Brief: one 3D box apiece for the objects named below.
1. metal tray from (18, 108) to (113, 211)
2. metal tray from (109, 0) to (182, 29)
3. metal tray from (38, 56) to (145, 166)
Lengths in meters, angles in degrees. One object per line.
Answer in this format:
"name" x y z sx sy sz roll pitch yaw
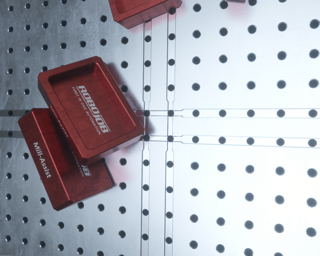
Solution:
"metal tray" -0.125 0.036 0.421 0.030 0.090 0.130 -30 80 24
"metal tray" -0.032 -0.214 0.421 0.090 0.030 0.129 -17 84 19
"metal tray" -0.092 -0.026 0.413 0.130 0.091 0.030 58 151 11
